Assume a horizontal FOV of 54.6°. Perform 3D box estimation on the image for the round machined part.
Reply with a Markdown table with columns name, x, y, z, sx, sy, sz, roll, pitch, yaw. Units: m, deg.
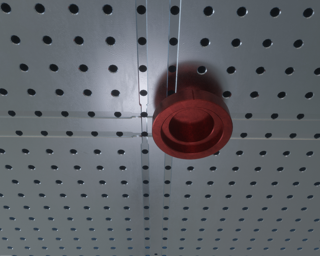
| name | x | y | z | sx | sy | sz | roll | pitch | yaw |
| --- | --- | --- | --- | --- | --- | --- | --- | --- | --- |
| round machined part | 0.039 | -0.009 | 0.393 | 0.099 | 0.042 | 0.097 | 0 | 130 | 0 |
